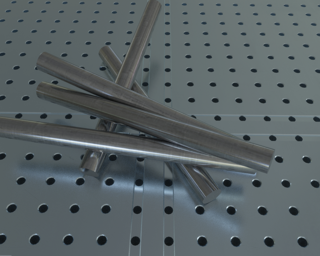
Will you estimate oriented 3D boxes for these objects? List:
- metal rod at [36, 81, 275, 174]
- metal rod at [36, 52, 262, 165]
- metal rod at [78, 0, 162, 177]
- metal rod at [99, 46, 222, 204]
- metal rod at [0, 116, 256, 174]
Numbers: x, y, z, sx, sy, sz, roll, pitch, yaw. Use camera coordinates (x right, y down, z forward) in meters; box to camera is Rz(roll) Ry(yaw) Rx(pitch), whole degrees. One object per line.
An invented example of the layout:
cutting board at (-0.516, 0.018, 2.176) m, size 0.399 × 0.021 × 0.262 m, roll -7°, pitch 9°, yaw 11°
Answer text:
metal rod at (-0.025, -0.009, 0.357) m, size 0.301 × 0.025 × 0.025 m, roll 17°, pitch 52°, yaw 23°
metal rod at (-0.012, -0.024, 0.386) m, size 0.301 × 0.025 × 0.025 m, roll 24°, pitch 53°, yaw 3°
metal rod at (-0.047, -0.074, 0.435) m, size 0.025 × 0.025 × 0.300 m, roll 12°, pitch 61°, yaw 9°
metal rod at (-0.016, -0.024, 0.427) m, size 0.025 × 0.025 × 0.300 m, roll -23°, pitch 54°, yaw -19°
metal rod at (-0.043, 0.018, 0.354) m, size 0.302 × 0.025 × 0.025 m, roll 8°, pitch 51°, yaw 3°
